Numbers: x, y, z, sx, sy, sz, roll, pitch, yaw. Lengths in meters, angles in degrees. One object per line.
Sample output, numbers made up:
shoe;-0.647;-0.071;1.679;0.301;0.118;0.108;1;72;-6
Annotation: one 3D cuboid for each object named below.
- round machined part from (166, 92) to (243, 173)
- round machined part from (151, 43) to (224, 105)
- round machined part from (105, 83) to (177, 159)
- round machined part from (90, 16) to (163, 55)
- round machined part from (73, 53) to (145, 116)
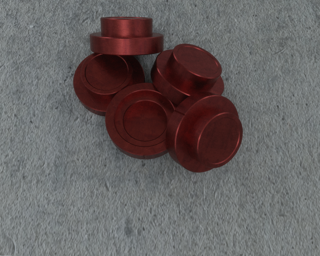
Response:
round machined part;0.059;0.009;0.368;0.098;0.098;0.042;-41;35;-14
round machined part;0.041;-0.073;0.404;0.099;0.042;0.098;15;44;-15
round machined part;-0.019;-0.006;0.402;0.099;0.042;0.098;0;70;-1
round machined part;-0.044;-0.126;0.415;0.099;0.098;0.042;1;112;0
round machined part;-0.070;-0.068;0.425;0.099;0.042;0.098;0;70;-1
